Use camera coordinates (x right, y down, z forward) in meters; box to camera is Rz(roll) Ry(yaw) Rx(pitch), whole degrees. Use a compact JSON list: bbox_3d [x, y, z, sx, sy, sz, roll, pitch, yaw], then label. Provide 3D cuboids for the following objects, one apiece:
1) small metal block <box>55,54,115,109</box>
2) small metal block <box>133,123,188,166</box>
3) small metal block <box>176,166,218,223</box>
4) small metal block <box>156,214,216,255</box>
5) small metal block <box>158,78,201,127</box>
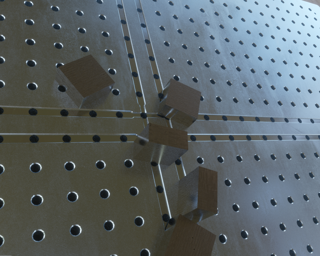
[{"bbox_3d":[-0.095,-0.060,0.393,0.050,0.025,0.050,49,51,6],"label":"small metal block"},{"bbox_3d":[0.000,0.021,0.379,0.050,0.050,0.025,13,56,-21],"label":"small metal block"},{"bbox_3d":[0.043,0.080,0.366,0.025,0.050,0.050,19,54,-17],"label":"small metal block"},{"bbox_3d":[0.029,0.132,0.343,0.050,0.025,0.050,33,52,-7],"label":"small metal block"},{"bbox_3d":[0.029,-0.036,0.445,0.050,0.025,0.050,23,53,-14],"label":"small metal block"}]
